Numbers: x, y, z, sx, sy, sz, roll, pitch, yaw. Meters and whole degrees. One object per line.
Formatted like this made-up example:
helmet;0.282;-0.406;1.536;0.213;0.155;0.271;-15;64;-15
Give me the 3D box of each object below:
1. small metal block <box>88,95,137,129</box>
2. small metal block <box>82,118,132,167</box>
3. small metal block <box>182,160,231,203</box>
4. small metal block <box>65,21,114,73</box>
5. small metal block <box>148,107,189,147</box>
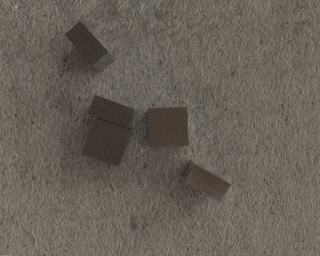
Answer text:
small metal block;-0.059;-0.020;0.397;0.050;0.050;0.025;20;90;0
small metal block;-0.069;0.018;0.409;0.050;0.025;0.050;19;90;0
small metal block;0.057;0.067;0.398;0.050;0.050;0.025;29;90;0
small metal block;-0.088;-0.102;0.397;0.025;0.050;0.050;-42;90;0
small metal block;0.011;-0.001;0.410;0.050;0.025;0.050;-2;90;0
